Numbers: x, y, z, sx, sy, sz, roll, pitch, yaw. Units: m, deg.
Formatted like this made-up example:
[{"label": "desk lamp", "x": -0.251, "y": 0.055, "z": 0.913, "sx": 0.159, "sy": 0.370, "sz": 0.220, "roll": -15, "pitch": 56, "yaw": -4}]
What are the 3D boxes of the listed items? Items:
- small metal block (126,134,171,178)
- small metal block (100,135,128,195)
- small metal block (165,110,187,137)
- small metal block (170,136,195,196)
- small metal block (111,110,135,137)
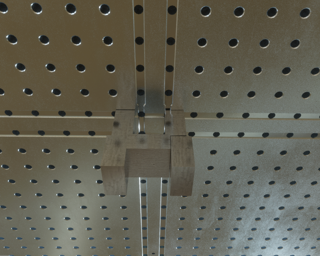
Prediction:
[{"label": "small metal block", "x": -0.014, "y": 0.034, "z": 0.376, "sx": 0.050, "sy": 0.025, "sz": 0.050, "roll": 0, "pitch": 130, "yaw": -1}, {"label": "small metal block", "x": -0.051, "y": 0.044, "z": 0.365, "sx": 0.025, "sy": 0.050, "sz": 0.050, "roll": 1, "pitch": 130, "yaw": -1}, {"label": "small metal block", "x": 0.019, "y": 0.012, "z": 0.405, "sx": 0.025, "sy": 0.050, "sz": 0.050, "roll": -1, "pitch": 130, "yaw": 0}, {"label": "small metal block", "x": 0.025, "y": 0.045, "z": 0.366, "sx": 0.025, "sy": 0.050, "sz": 0.050, "roll": 1, "pitch": 130, "yaw": -1}, {"label": "small metal block", "x": -0.046, "y": 0.012, "z": 0.403, "sx": 0.025, "sy": 0.050, "sz": 0.050, "roll": 0, "pitch": 130, "yaw": -1}]
